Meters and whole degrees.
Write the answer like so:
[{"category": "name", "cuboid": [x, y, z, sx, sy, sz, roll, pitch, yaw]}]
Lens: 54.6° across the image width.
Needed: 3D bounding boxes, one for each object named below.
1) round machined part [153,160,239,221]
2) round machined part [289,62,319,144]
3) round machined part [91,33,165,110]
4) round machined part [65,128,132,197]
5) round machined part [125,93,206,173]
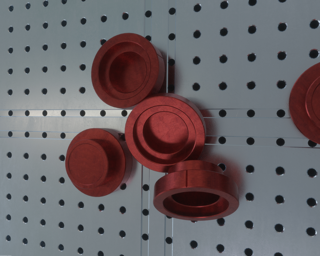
[{"category": "round machined part", "cuboid": [0.042, 0.073, 0.369, 0.098, 0.098, 0.042, -11, 51, 20]}, {"category": "round machined part", "cuboid": [0.193, -0.027, 0.335, 0.098, 0.042, 0.097, 0, 90, 20]}, {"category": "round machined part", "cuboid": [-0.039, -0.073, 0.415, 0.098, 0.042, 0.098, -1, 86, 22]}, {"category": "round machined part", "cuboid": [-0.093, 0.049, 0.437, 0.098, 0.042, 0.097, 0, 90, 20]}, {"category": "round machined part", "cuboid": [0.009, 0.003, 0.390, 0.098, 0.042, 0.097, 3, 108, 10]}]
